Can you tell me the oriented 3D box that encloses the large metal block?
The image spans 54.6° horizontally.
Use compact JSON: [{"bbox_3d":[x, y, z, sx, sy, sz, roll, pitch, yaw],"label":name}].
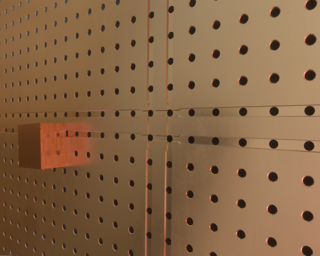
[{"bbox_3d":[-0.219,0.032,0.576,0.080,0.050,0.080,-3,88,40],"label":"large metal block"}]
